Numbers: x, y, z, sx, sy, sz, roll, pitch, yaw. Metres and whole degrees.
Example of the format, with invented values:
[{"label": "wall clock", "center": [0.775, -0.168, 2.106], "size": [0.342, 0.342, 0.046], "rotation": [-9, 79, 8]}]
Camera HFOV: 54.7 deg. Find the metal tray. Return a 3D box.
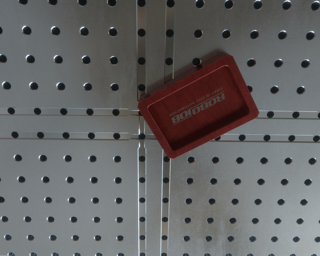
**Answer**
[{"label": "metal tray", "center": [0.049, -0.027, 0.401], "size": [0.130, 0.030, 0.090], "rotation": [-28, 108, 9]}]
